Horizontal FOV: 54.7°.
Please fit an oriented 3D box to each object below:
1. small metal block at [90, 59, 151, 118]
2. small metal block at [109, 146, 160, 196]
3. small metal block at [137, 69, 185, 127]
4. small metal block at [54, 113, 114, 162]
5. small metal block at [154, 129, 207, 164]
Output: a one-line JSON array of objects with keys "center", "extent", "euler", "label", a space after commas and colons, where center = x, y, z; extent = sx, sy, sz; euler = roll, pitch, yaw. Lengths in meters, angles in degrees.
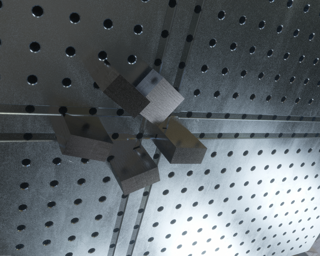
[{"center": [-0.044, -0.044, 0.345], "extent": [0.025, 0.050, 0.050], "euler": [-46, 129, 4], "label": "small metal block"}, {"center": [-0.034, 0.056, 0.412], "extent": [0.050, 0.050, 0.025], "euler": [-20, 126, -17], "label": "small metal block"}, {"center": [-0.006, -0.036, 0.383], "extent": [0.050, 0.025, 0.050], "euler": [-47, 137, 4], "label": "small metal block"}, {"center": [-0.088, 0.011, 0.355], "extent": [0.050, 0.050, 0.025], "euler": [15, 110, -35], "label": "small metal block"}, {"center": [0.028, 0.025, 0.428], "extent": [0.050, 0.050, 0.025], "euler": [4, 117, -31], "label": "small metal block"}]
